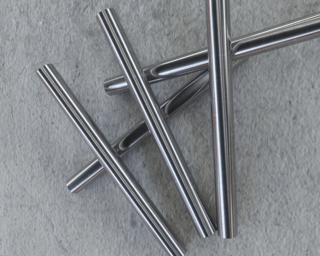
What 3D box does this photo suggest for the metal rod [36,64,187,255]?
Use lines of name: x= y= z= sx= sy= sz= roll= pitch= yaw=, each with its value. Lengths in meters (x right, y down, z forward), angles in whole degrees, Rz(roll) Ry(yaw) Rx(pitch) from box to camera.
metal rod: x=-0.063 y=0.044 z=0.404 sx=0.025 sy=0.025 sz=0.299 roll=-37 pitch=88 yaw=16

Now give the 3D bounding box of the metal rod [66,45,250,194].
metal rod: x=-0.013 y=-0.004 z=0.412 sx=0.300 sy=0.025 sz=0.025 roll=-38 pitch=78 yaw=15

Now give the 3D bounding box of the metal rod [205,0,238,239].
metal rod: x=0.070 y=-0.016 z=0.347 sx=0.025 sy=0.025 sz=0.298 roll=0 pitch=104 yaw=19

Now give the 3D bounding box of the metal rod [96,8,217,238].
metal rod: x=-0.003 y=-0.005 z=0.383 sx=0.025 sy=0.025 sz=0.299 roll=-25 pitch=92 yaw=18

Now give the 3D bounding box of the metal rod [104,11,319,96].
metal rod: x=0.059 y=-0.083 z=0.363 sx=0.300 sy=0.025 sz=0.025 roll=-11 pitch=86 yaw=28
